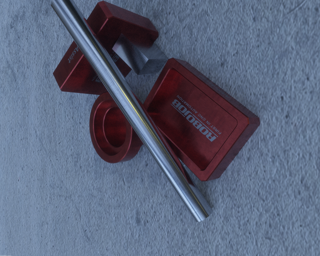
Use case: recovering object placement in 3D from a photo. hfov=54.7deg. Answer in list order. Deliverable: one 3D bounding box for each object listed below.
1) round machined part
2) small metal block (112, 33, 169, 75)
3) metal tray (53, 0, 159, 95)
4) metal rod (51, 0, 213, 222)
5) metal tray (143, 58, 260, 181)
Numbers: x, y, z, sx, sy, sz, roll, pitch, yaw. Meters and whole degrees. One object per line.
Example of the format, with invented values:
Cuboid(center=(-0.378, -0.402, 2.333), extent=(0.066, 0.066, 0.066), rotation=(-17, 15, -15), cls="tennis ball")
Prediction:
Cuboid(center=(-0.054, -0.002, 0.433), extent=(0.098, 0.042, 0.097), rotation=(5, 96, 45), cls="round machined part")
Cuboid(center=(-0.024, -0.096, 0.402), extent=(0.050, 0.050, 0.025), rotation=(47, 121, 13), cls="small metal block")
Cuboid(center=(-0.074, -0.100, 0.422), extent=(0.129, 0.091, 0.030), rotation=(-45, 64, 30), cls="metal tray")
Cuboid(center=(-0.031, -0.021, 0.361), extent=(0.025, 0.025, 0.299), rotation=(-32, 92, 35), cls="metal rod")
Cuboid(center=(0.040, -0.012, 0.369), extent=(0.130, 0.030, 0.089), rotation=(45, 117, 30), cls="metal tray")
